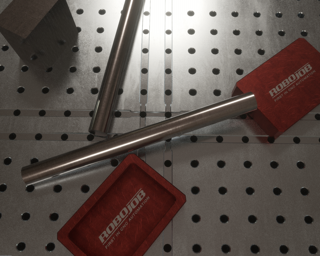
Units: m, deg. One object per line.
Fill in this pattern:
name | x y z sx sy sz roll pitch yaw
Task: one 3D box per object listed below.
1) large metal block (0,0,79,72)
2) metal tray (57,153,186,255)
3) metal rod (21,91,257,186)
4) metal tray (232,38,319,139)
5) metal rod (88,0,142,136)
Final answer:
large metal block | -0.167 -0.140 0.432 0.050 0.080 0.080 28 72 9
metal tray | -0.043 0.107 0.369 0.090 0.030 0.130 38 74 12
metal rod | -0.024 0.013 0.392 0.302 0.025 0.025 -18 71 -2
metal tray | 0.179 -0.058 0.432 0.131 0.030 0.090 -35 74 -12
metal rod | -0.055 -0.131 0.458 0.025 0.025 0.299 10 70 3
